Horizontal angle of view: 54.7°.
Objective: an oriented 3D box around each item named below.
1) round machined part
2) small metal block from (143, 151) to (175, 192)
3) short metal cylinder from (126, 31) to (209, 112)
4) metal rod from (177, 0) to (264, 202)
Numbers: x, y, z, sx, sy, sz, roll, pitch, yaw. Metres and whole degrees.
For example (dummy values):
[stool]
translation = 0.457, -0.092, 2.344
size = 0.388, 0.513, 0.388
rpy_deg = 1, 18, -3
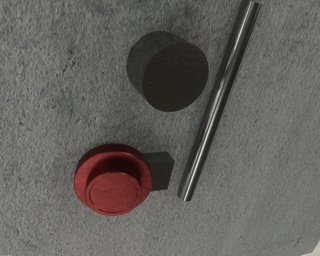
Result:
[round machined part]
translation = -0.058, 0.072, 0.391
size = 0.099, 0.042, 0.097
rpy_deg = -4, 118, -7
[small metal block]
translation = -0.012, 0.063, 0.439
size = 0.050, 0.025, 0.050
rpy_deg = -2, 119, -28
[short metal cylinder]
translation = 0.008, -0.065, 0.355
size = 0.081, 0.050, 0.079
rpy_deg = -14, 124, -21
[metal rod]
translation = 0.076, -0.021, 0.435
size = 0.025, 0.025, 0.298
rpy_deg = 1, 118, -29
